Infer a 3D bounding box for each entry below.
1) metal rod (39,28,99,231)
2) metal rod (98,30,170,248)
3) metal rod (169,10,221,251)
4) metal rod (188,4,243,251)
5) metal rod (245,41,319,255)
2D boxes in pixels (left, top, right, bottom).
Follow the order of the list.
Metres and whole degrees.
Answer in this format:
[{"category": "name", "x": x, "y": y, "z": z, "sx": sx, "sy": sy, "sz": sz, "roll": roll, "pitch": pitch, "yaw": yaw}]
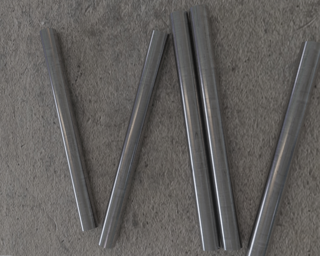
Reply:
[{"category": "metal rod", "x": -0.135, "y": -0.001, "z": 0.456, "sx": 0.025, "sy": 0.025, "sz": 0.298, "roll": -15, "pitch": 85, "yaw": 19}, {"category": "metal rod", "x": -0.037, "y": 0.019, "z": 0.421, "sx": 0.025, "sy": 0.025, "sz": 0.298, "roll": 17, "pitch": 95, "yaw": 19}, {"category": "metal rod", "x": 0.044, "y": 0.001, "z": 0.393, "sx": 0.025, "sy": 0.025, "sz": 0.298, "roll": -9, "pitch": 87, "yaw": 20}, {"category": "metal rod", "x": 0.068, "y": -0.003, "z": 0.384, "sx": 0.025, "sy": 0.025, "sz": 0.298, "roll": -9, "pitch": 87, "yaw": 20}, {"category": "metal rod", "x": 0.138, "y": 0.051, "z": 0.359, "sx": 0.025, "sy": 0.025, "sz": 0.298, "roll": 15, "pitch": 95, "yaw": 19}]
